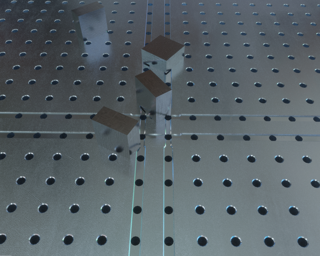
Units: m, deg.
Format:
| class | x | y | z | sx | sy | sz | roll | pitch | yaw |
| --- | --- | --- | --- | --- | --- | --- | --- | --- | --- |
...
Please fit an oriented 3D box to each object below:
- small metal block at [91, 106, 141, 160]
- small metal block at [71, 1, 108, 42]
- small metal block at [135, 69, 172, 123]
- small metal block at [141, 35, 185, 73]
| class | x | y | z | sx | sy | sz | roll | pitch | yaw |
| --- | --- | --- | --- | --- | --- | --- | --- | --- | --- |
| small metal block | -0.053 | 0.007 | 0.385 | 0.050 | 0.050 | 0.025 | 23 | 54 | 17 |
| small metal block | -0.123 | -0.188 | 0.548 | 0.050 | 0.050 | 0.025 | -31 | 57 | -23 |
| small metal block | -0.009 | -0.044 | 0.428 | 0.025 | 0.050 | 0.050 | -28 | 56 | -22 |
| small metal block | 0.005 | -0.123 | 0.511 | 0.050 | 0.025 | 0.050 | 30 | 56 | 22 |
